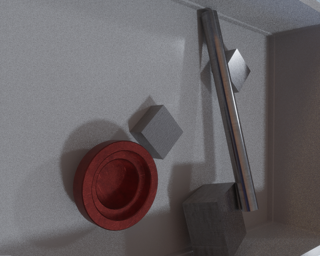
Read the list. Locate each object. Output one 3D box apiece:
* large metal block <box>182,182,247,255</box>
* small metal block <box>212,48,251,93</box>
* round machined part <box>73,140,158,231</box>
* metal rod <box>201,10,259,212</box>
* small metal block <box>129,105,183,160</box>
[{"bbox_3d":[0.080,0.129,0.439,0.080,0.050,0.080,-18,96,-59],"label":"large metal block"},{"bbox_3d":[0.118,-0.093,0.508,0.050,0.025,0.050,48,62,-30],"label":"small metal block"},{"bbox_3d":[-0.053,0.062,0.353,0.099,0.042,0.097,0,90,-40],"label":"round machined part"},{"bbox_3d":[0.102,-0.028,0.461,0.025,0.025,0.298,-7,84,-40],"label":"metal rod"},{"bbox_3d":[-0.004,0.005,0.406,0.050,0.025,0.050,-52,121,-27],"label":"small metal block"}]
